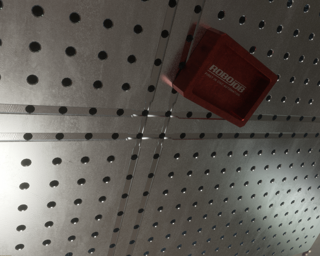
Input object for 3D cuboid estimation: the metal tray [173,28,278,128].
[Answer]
[{"bbox_3d":[0.092,-0.063,0.421,0.131,0.030,0.090,24,106,-37],"label":"metal tray"}]
